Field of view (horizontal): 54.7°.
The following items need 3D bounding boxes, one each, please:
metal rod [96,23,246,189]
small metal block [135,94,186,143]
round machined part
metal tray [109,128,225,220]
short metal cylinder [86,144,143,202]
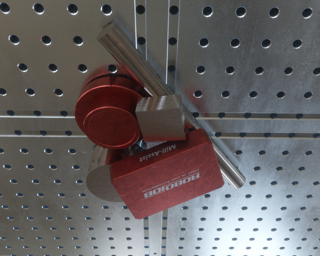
[{"bbox_3d":[0.032,-0.009,0.400,0.025,0.025,0.300,-29,125,22],"label":"metal rod"},{"bbox_3d":[0.003,-0.010,0.367,0.050,0.025,0.050,-4,133,10],"label":"small metal block"},{"bbox_3d":[-0.057,-0.011,0.384,0.099,0.042,0.097,0,130,1],"label":"round machined part"},{"bbox_3d":[0.012,0.063,0.407,0.131,0.030,0.090,-22,128,1],"label":"metal tray"},{"bbox_3d":[-0.060,0.061,0.441,0.081,0.050,0.079,0,130,0],"label":"short metal cylinder"}]
